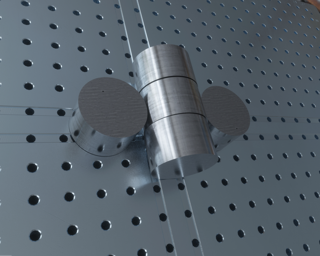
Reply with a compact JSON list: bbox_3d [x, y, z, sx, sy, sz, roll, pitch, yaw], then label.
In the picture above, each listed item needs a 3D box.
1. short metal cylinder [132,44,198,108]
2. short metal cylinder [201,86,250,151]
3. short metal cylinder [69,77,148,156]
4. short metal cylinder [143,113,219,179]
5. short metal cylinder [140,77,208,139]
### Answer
[{"bbox_3d":[0.006,-0.066,0.417,0.081,0.080,0.050,3,61,-27],"label":"short metal cylinder"},{"bbox_3d":[0.081,-0.013,0.445,0.081,0.050,0.080,14,56,-21],"label":"short metal cylinder"},{"bbox_3d":[-0.062,-0.013,0.367,0.081,0.050,0.080,14,56,-21],"label":"short metal cylinder"},{"bbox_3d":[0.024,0.024,0.372,0.081,0.080,0.050,1,61,-28],"label":"short metal cylinder"},{"bbox_3d":[0.015,-0.021,0.395,0.081,0.080,0.050,2,61,-28],"label":"short metal cylinder"}]
